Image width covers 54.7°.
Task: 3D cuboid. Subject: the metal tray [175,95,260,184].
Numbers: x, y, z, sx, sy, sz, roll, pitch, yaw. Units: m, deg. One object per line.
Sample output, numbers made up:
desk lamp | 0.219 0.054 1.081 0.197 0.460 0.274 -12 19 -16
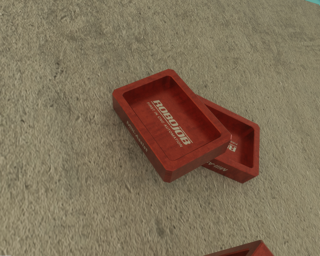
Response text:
metal tray | 0.077 0.012 0.433 0.131 0.030 0.090 24 53 -13

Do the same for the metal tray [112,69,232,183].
metal tray | 0.011 -0.009 0.377 0.091 0.030 0.130 -25 61 -22

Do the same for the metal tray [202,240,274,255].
metal tray | 0.035 0.147 0.265 0.091 0.129 0.030 -31 79 -38
